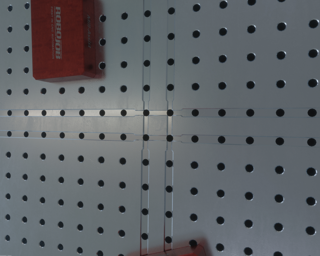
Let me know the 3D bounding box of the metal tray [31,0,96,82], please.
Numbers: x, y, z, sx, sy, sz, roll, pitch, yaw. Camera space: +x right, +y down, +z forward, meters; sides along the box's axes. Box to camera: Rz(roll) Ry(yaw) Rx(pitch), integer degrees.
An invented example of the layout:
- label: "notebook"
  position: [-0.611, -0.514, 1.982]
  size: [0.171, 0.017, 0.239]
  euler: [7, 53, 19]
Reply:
- label: "metal tray"
  position: [-0.145, -0.138, 0.461]
  size: [0.090, 0.030, 0.129]
  euler: [-2, 89, 19]

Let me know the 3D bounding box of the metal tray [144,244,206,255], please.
- label: "metal tray"
  position: [0.005, 0.214, 0.407]
  size: [0.130, 0.030, 0.090]
  euler: [-20, 84, 18]
